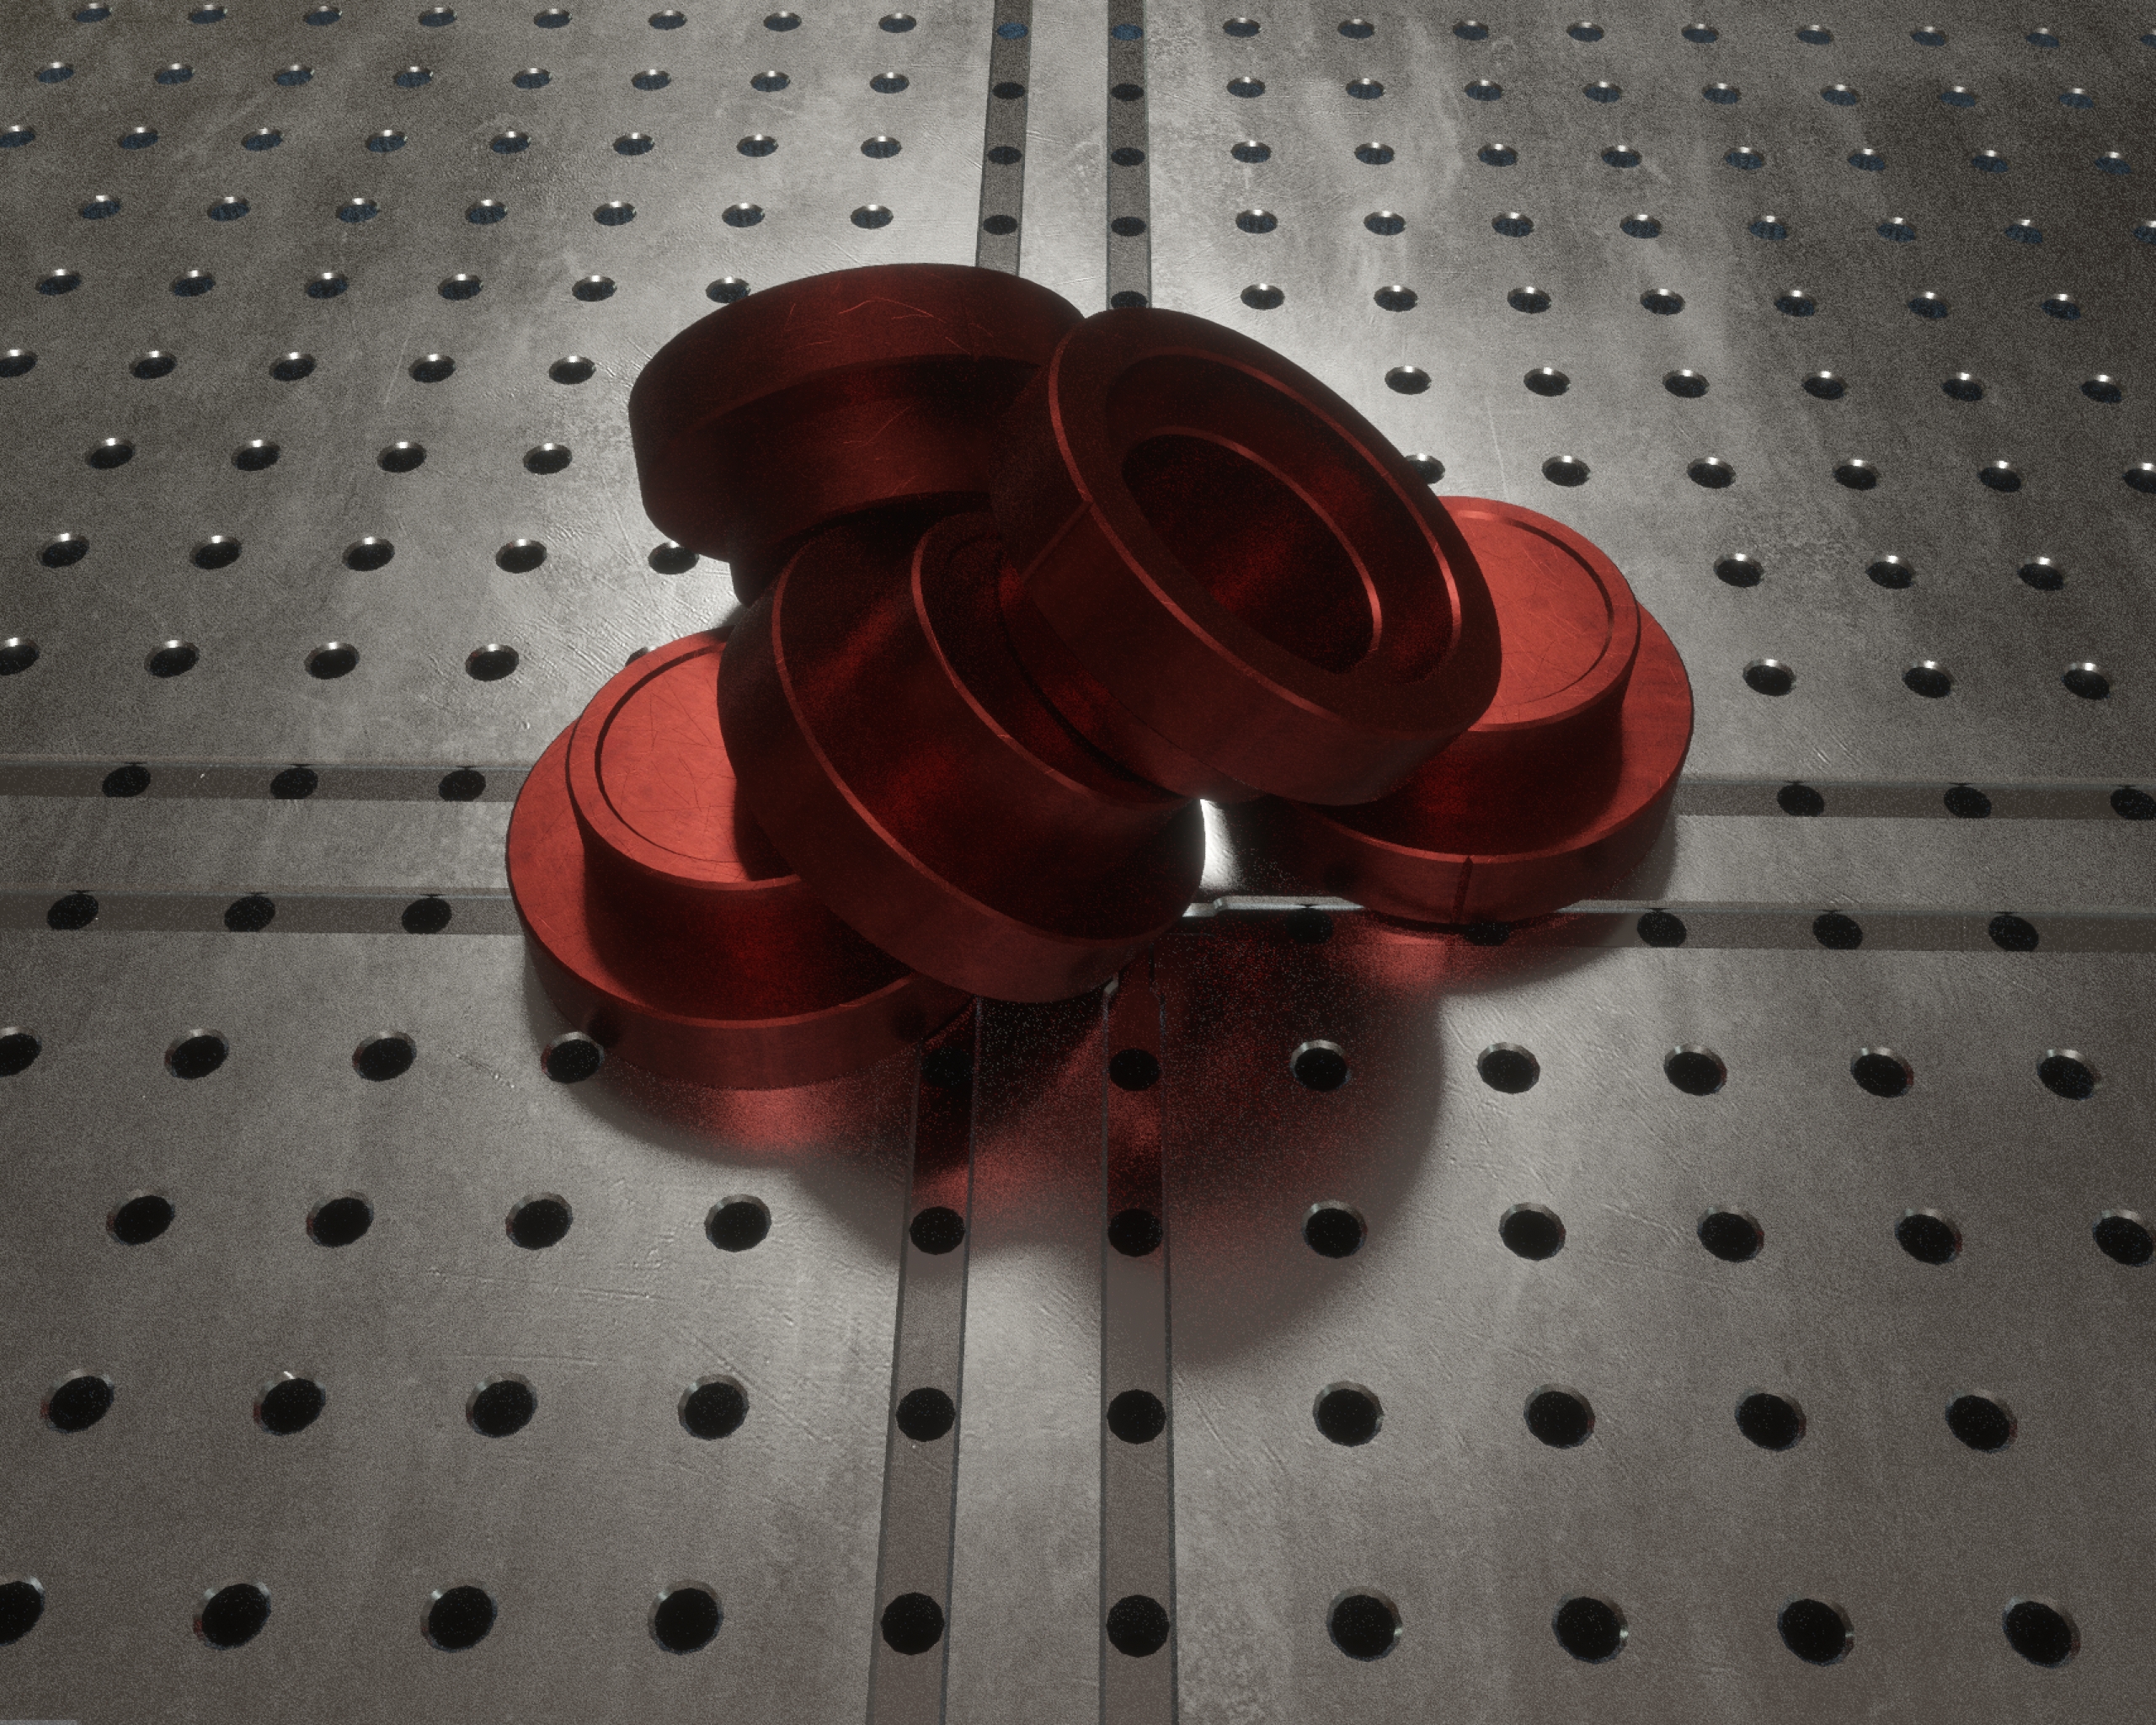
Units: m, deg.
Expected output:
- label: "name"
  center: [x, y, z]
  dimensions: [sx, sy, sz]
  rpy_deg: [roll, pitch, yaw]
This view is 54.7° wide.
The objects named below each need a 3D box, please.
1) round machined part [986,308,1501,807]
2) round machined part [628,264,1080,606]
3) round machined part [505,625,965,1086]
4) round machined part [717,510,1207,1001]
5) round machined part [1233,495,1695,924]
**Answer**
- label: "round machined part"
  center: [0.025, -0.050, 0.376]
  dimensions: [0.099, 0.042, 0.098]
  rpy_deg: [24, 43, -24]
- label: "round machined part"
  center: [-0.041, -0.080, 0.433]
  dimensions: [0.099, 0.098, 0.042]
  rpy_deg: [-10, 77, -8]
- label: "round machined part"
  center: [-0.061, -0.009, 0.403]
  dimensions: [0.099, 0.042, 0.098]
  rpy_deg: [0, 50, 0]
- label: "round machined part"
  center: [-0.013, -0.026, 0.388]
  dimensions: [0.098, 0.042, 0.098]
  rpy_deg: [28, 39, -25]
- label: "round machined part"
  center: [0.077, -0.038, 0.429]
  dimensions: [0.099, 0.042, 0.098]
  rpy_deg: [0, 50, 0]
